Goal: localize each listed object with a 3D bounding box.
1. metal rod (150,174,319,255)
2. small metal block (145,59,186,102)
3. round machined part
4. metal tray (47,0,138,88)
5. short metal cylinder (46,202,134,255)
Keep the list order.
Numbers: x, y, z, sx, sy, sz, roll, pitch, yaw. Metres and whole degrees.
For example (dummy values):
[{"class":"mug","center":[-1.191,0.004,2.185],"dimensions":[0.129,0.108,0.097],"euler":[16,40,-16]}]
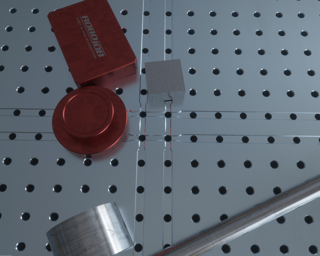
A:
[{"class":"metal rod","center":[0.079,0.122,0.367],"dimensions":[0.302,0.025,0.025],"euler":[-23,72,-9]},{"class":"small metal block","center":[0.006,-0.067,0.436],"dimensions":[0.050,0.025,0.050],"euler":[-7,70,-3]},{"class":"round machined part","center":[-0.092,-0.013,0.406],"dimensions":[0.099,0.042,0.098],"euler":[0,70,-1]},{"class":"metal tray","center":[-0.099,-0.125,0.454],"dimensions":[0.091,0.030,0.130],"euler":[-23,72,-9]},{"class":"short metal cylinder","center":[-0.075,0.122,0.337],"dimensions":[0.080,0.080,0.050],"euler":[-24,72,-9]}]
